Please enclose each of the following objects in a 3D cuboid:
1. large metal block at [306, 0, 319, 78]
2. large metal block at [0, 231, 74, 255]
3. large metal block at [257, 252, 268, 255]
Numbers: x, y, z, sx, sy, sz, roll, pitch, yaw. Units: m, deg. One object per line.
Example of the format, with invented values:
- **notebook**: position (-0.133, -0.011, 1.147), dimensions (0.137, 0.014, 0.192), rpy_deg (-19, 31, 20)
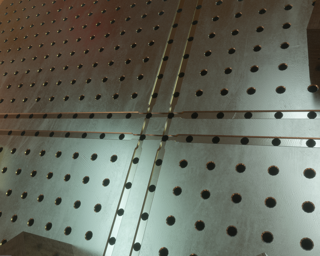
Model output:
- **large metal block**: position (0.204, -0.093, 0.323), dimensions (0.080, 0.080, 0.050), rpy_deg (13, 68, 33)
- **large metal block**: position (-0.152, 0.167, 0.348), dimensions (0.080, 0.080, 0.050), rpy_deg (-34, 52, 6)
- **large metal block**: position (0.072, 0.162, 0.255), dimensions (0.080, 0.050, 0.080), rpy_deg (-28, 52, 10)
